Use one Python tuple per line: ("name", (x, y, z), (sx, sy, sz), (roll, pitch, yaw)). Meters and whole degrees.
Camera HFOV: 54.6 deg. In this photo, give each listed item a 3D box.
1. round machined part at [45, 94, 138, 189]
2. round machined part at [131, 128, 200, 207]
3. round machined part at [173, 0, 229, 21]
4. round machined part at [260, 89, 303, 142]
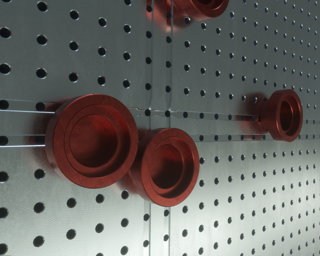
("round machined part", (-0.075, 0.013, 0.334), (0.099, 0.042, 0.097), (0, 90, -40))
("round machined part", (0.002, 0.048, 0.399), (0.099, 0.042, 0.097), (0, 90, -40))
("round machined part", (0.052, -0.201, 0.440), (0.099, 0.042, 0.097), (0, 90, -40))
("round machined part", (0.227, -0.023, 0.586), (0.099, 0.042, 0.097), (0, 90, -40))
